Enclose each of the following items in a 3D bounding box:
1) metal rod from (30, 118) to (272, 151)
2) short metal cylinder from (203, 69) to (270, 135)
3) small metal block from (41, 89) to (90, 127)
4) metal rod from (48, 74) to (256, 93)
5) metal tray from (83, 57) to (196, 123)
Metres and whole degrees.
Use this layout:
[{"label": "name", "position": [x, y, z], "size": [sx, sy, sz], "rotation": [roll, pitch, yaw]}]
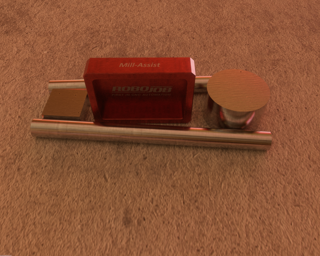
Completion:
[{"label": "metal rod", "position": [-0.013, 0.008, 0.398], "size": [0.302, 0.025, 0.025], "rotation": [3, 50, 2]}, {"label": "short metal cylinder", "position": [0.101, -0.034, 0.417], "size": [0.081, 0.050, 0.080], "rotation": [0, 50, 0]}, {"label": "small metal block", "position": [-0.127, -0.027, 0.427], "size": [0.050, 0.025, 0.050], "rotation": [3, 50, 3]}, {"label": "metal rod", "position": [-0.008, -0.062, 0.457], "size": [0.302, 0.025, 0.025], "rotation": [-2, 50, -2]}, {"label": "metal tray", "position": [-0.024, -0.046, 0.399], "size": [0.131, 0.090, 0.030], "rotation": [0, 50, 0]}]
